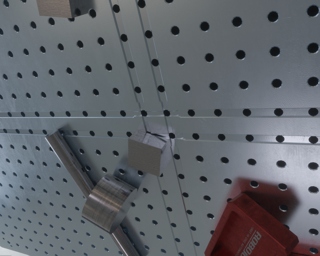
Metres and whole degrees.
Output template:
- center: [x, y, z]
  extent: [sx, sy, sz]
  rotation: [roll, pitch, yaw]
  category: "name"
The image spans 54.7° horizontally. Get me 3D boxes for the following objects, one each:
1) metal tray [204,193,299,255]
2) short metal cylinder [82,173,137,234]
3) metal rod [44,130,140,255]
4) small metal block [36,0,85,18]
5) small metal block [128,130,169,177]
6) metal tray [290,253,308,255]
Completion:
- center: [0.118, 0.164, 0.425]
  extent: [0.090, 0.030, 0.129]
  rotation: [40, 134, 32]
  category: "metal tray"
- center: [-0.079, 0.119, 0.491]
  extent: [0.050, 0.080, 0.079]
  rotation: [28, 128, 11]
  category: "short metal cylinder"
- center: [-0.111, 0.135, 0.553]
  extent: [0.025, 0.025, 0.299]
  rotation: [-17, 110, 35]
  category: "metal rod"
- center: [-0.123, -0.163, 0.375]
  extent: [0.050, 0.025, 0.050]
  rotation: [12, 124, 21]
  category: "small metal block"
- center: [-0.017, 0.036, 0.443]
  extent: [0.050, 0.025, 0.050]
  rotation: [16, 125, 19]
  category: "small metal block"
- center: [0.220, 0.222, 0.429]
  extent: [0.130, 0.030, 0.089]
  rotation: [0, 118, 28]
  category: "metal tray"
